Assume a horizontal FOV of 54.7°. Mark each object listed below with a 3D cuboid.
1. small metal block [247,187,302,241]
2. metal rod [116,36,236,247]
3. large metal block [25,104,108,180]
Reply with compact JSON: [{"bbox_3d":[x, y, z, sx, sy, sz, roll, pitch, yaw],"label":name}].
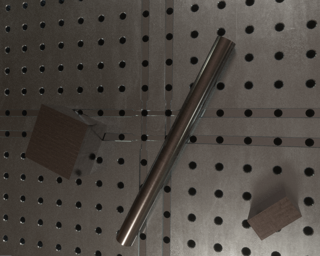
[{"bbox_3d":[0.130,0.097,0.353,0.050,0.050,0.025,-39,78,16],"label":"small metal block"},{"bbox_3d":[0.017,0.024,0.405,0.025,0.025,0.298,29,99,17],"label":"metal rod"},{"bbox_3d":[-0.134,0.018,0.445,0.080,0.050,0.080,23,98,18],"label":"large metal block"}]
